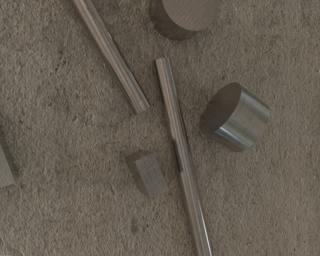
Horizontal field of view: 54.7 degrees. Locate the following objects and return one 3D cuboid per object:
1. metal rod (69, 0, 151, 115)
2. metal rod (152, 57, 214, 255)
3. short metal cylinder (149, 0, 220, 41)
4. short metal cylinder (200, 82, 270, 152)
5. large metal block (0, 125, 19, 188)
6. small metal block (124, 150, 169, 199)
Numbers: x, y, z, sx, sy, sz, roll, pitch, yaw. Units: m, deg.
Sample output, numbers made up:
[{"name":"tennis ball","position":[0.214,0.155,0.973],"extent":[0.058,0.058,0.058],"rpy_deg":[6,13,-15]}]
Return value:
[{"name":"metal rod","position":[-0.094,-0.152,0.374],"extent":[0.025,0.025,0.299],"rpy_deg":[-32,101,-17]},{"name":"metal rod","position":[0.034,0.054,0.421],"extent":[0.025,0.025,0.298],"rpy_deg":[-15,95,-20]},{"name":"short metal cylinder","position":[0.031,-0.161,0.407],"extent":[0.081,0.050,0.080],"rpy_deg":[0,90,-20]},{"name":"short metal cylinder","position":[0.099,-0.014,0.417],"extent":[0.050,0.080,0.080],"rpy_deg":[32,80,-18]},{"name":"large metal block","position":[-0.204,0.031,0.321],"extent":[0.081,0.050,0.080],"rpy_deg":[-20,97,-19]},{"name":"small metal block","position":[-0.018,0.056,0.390],"extent":[0.025,0.050,0.050],"rpy_deg":[-25,99,-18]}]
